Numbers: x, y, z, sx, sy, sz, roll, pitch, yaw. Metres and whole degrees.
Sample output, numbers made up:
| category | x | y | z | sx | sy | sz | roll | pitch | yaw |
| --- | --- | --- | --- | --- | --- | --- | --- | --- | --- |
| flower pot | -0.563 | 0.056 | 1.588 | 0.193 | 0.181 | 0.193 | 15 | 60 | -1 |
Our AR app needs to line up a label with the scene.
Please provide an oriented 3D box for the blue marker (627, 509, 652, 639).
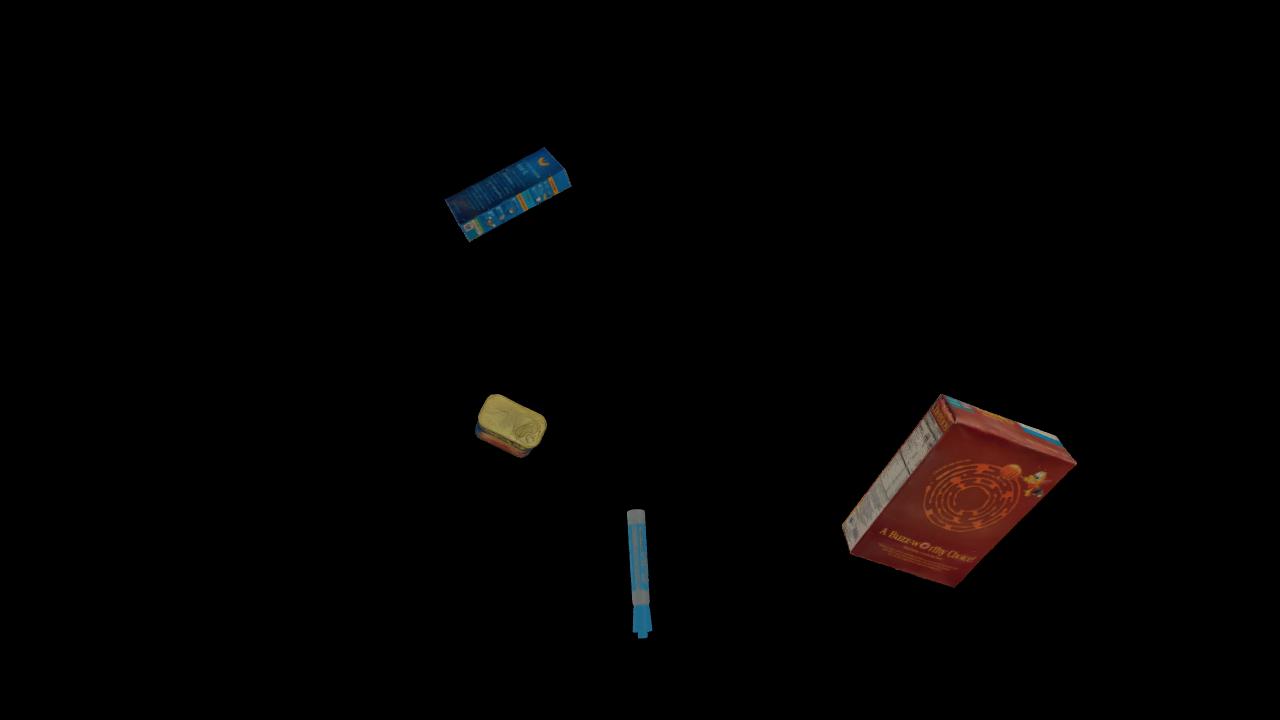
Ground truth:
| category | x | y | z | sx | sy | sz | roll | pitch | yaw |
| --- | --- | --- | --- | --- | --- | --- | --- | --- | --- |
| blue marker | -0.001 | 0.210 | 0.609 | 0.020 | 0.121 | 0.020 | -3 | -30 | -2 |

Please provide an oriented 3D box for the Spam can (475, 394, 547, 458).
| category | x | y | z | sx | sy | sz | roll | pitch | yaw |
| --- | --- | --- | --- | --- | --- | --- | --- | --- | --- |
| Spam can | -0.205 | 0.106 | 0.962 | 0.101 | 0.058 | 0.085 | 28 | -27 | -9 |

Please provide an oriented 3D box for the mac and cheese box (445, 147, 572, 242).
| category | x | y | z | sx | sy | sz | roll | pitch | yaw |
| --- | --- | --- | --- | --- | --- | --- | --- | --- | --- |
| mac and cheese box | -0.210 | -0.264 | 0.975 | 0.184 | 0.041 | 0.093 | -30 | 48 | -8 |

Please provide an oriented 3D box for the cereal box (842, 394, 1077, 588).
| category | x | y | z | sx | sy | sz | roll | pitch | yaw |
| --- | --- | --- | --- | --- | --- | --- | --- | --- | --- |
| cereal box | 0.491 | 0.216 | 0.979 | 0.203 | 0.306 | 0.081 | 18 | 30 | -6 |
